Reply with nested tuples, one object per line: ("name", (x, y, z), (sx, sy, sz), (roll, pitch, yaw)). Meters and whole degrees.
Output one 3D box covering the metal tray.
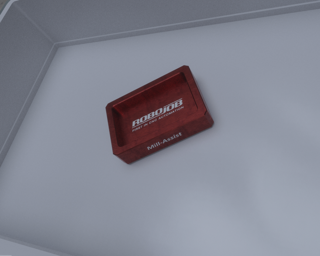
("metal tray", (-0.005, -0.018, 0.413), (0.130, 0.030, 0.090), (-25, 53, 12))
